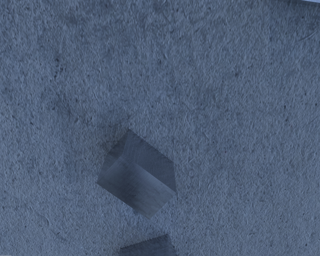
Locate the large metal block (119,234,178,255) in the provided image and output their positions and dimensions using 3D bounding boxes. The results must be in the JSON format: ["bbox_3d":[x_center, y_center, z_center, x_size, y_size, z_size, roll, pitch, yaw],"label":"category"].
[{"bbox_3d":[-0.011,0.222,0.478,0.080,0.050,0.080,-19,109,7],"label":"large metal block"}]

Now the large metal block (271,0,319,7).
[{"bbox_3d":[0.175,-0.176,0.333,0.081,0.050,0.079,7,110,-3],"label":"large metal block"}]

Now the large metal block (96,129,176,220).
[{"bbox_3d":[-0.028,0.057,0.401,0.080,0.080,0.050,39,106,-13],"label":"large metal block"}]
